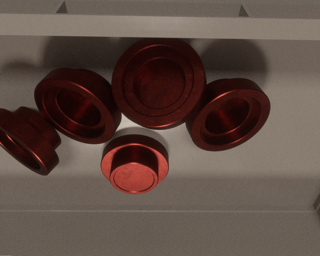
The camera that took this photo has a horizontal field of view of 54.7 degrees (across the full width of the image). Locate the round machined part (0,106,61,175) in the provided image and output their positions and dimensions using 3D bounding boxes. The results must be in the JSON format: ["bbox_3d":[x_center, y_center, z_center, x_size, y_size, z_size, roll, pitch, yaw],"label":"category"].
[{"bbox_3d":[-0.164,0.011,0.386,0.098,0.042,0.097,26,147,18],"label":"round machined part"}]

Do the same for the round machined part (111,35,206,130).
[{"bbox_3d":[0.001,-0.046,0.336,0.098,0.098,0.042,-14,168,11],"label":"round machined part"}]

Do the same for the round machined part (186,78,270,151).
[{"bbox_3d":[0.077,-0.020,0.371,0.099,0.042,0.097,-12,136,-11],"label":"round machined part"}]

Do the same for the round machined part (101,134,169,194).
[{"bbox_3d":[-0.036,0.059,0.448,0.099,0.042,0.097,-1,130,0],"label":"round machined part"}]

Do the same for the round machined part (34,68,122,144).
[{"bbox_3d":[-0.089,-0.029,0.358,0.098,0.042,0.097,14,139,13],"label":"round machined part"}]
